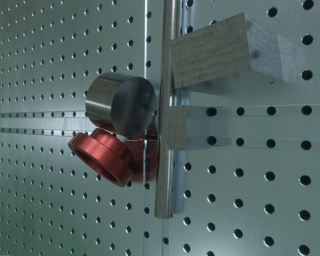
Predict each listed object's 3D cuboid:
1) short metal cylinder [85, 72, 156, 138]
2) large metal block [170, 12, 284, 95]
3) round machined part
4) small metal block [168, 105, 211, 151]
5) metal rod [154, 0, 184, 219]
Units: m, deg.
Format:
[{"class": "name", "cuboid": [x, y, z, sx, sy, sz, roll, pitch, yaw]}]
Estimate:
[{"class": "short metal cylinder", "cuboid": [-0.051, -0.032, 0.413, 0.050, 0.081, 0.079, 17, 101, 38]}, {"class": "large metal block", "cuboid": [0.069, -0.069, 0.316, 0.080, 0.081, 0.050, -9, 84, 39]}, {"class": "round machined part", "cuboid": [-0.077, 0.037, 0.436, 0.098, 0.098, 0.042, 20, 64, 38]}, {"class": "small metal block", "cuboid": [0.035, 0.000, 0.363, 0.025, 0.050, 0.050, -1, 90, 40]}, {"class": "metal rod", "cuboid": [0.012, -0.035, 0.397, 0.025, 0.025, 0.298, 4, 93, 39]}]
